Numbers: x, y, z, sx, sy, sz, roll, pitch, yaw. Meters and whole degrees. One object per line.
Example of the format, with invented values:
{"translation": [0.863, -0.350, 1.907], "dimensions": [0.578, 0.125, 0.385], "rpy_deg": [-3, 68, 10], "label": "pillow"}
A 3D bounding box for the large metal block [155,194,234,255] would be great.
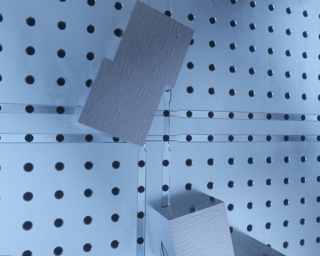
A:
{"translation": [0.047, 0.144, 0.418], "dimensions": [0.081, 0.050, 0.079], "rpy_deg": [-13, 95, -20], "label": "large metal block"}

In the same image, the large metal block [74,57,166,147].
{"translation": [-0.050, -0.029, 0.381], "dimensions": [0.080, 0.050, 0.080], "rpy_deg": [22, 83, -19], "label": "large metal block"}

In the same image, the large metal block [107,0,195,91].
{"translation": [-0.014, -0.100, 0.395], "dimensions": [0.080, 0.050, 0.080], "rpy_deg": [22, 83, -19], "label": "large metal block"}

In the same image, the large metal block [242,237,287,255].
{"translation": [0.173, 0.215, 0.450], "dimensions": [0.080, 0.080, 0.050], "rpy_deg": [40, 77, -16], "label": "large metal block"}
